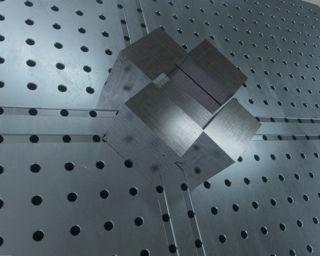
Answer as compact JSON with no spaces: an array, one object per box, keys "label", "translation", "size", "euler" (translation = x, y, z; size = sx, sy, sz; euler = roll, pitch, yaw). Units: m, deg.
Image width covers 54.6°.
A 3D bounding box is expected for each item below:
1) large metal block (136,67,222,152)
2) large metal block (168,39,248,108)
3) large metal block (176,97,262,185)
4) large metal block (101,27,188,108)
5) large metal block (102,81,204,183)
[{"label":"large metal block","translation":[0.021,-0.022,0.415],"size":[0.080,0.050,0.080],"euler":[43,53,3]},{"label":"large metal block","translation":[0.062,-0.065,0.445],"size":[0.080,0.080,0.050],"euler":[44,51,1]},{"label":"large metal block","translation":[0.073,0.018,0.402],"size":[0.050,0.080,0.080],"euler":[45,51,3]},{"label":"large metal block","translation":[-0.021,-0.073,0.406],"size":[0.050,0.080,0.080],"euler":[44,51,2]},{"label":"large metal block","translation":[-0.011,0.007,0.362],"size":[0.080,0.080,0.050],"euler":[44,51,1]}]
